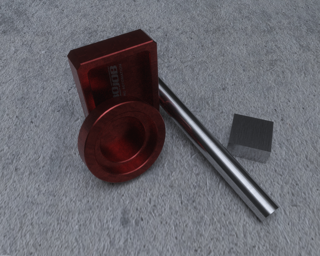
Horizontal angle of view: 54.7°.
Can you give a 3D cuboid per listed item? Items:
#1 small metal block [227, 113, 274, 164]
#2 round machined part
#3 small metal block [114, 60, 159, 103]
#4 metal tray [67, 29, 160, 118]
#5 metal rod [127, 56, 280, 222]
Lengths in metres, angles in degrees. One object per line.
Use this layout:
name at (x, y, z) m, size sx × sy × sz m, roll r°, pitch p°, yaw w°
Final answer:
small metal block at (0.114, 0.013, 0.394) m, size 0.050 × 0.025 × 0.050 m, roll 13°, pitch 51°, yaw 10°
round machined part at (-0.046, 0.009, 0.352) m, size 0.099 × 0.097 × 0.042 m, roll -28°, pitch 36°, yaw -22°
small metal block at (-0.035, -0.070, 0.462) m, size 0.050 × 0.025 × 0.050 m, roll -20°, pitch 53°, yaw -17°
metal tray at (-0.048, -0.042, 0.369) m, size 0.091 × 0.129 × 0.030 m, roll -24°, pitch 51°, yaw -19°
metal rod at (0.031, -0.012, 0.393) m, size 0.025 × 0.025 × 0.300 m, roll -29°, pitch 62°, yaw -22°
